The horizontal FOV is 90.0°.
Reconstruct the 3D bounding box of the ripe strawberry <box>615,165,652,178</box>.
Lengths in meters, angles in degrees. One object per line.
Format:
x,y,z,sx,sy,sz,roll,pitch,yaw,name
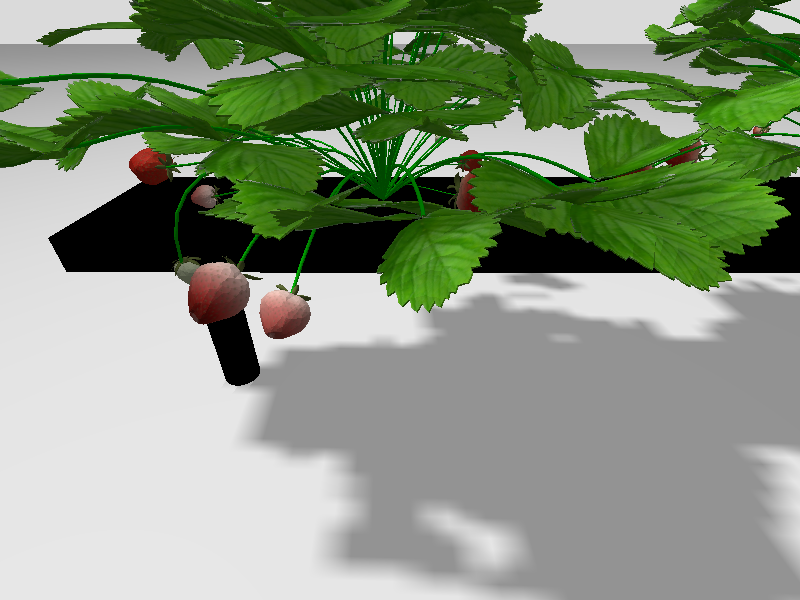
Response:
0.223,-0.127,0.387,0.035,0.034,0.032,4,34,11,ripe strawberry

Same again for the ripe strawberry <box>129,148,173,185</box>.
-0.243,-0.130,0.389,0.038,0.033,0.038,6,35,10,ripe strawberry

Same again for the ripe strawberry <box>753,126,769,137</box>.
0.506,-0.239,0.562,0.017,0.020,0.019,9,12,13,ripe strawberry

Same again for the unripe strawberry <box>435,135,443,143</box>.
0.050,-0.210,0.522,0.011,0.010,0.010,10,36,15,unripe strawberry

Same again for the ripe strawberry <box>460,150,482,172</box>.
0.076,-0.148,0.425,0.026,0.022,0.026,-27,43,-35,ripe strawberry

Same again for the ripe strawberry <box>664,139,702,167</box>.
0.305,-0.159,0.435,0.035,0.035,0.033,23,40,31,ripe strawberry

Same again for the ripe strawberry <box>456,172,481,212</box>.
0.068,-0.080,0.312,0.043,0.043,0.040,18,38,24,ripe strawberry

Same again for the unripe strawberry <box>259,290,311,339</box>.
-0.058,0.008,0.197,0.025,0.025,0.021,7,-40,10,unripe strawberry

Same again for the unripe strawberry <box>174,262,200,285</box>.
-0.127,-0.016,0.241,0.015,0.015,0.013,24,41,31,unripe strawberry

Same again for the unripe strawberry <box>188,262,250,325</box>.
-0.095,-0.002,0.207,0.030,0.033,0.032,14,-38,20,unripe strawberry
